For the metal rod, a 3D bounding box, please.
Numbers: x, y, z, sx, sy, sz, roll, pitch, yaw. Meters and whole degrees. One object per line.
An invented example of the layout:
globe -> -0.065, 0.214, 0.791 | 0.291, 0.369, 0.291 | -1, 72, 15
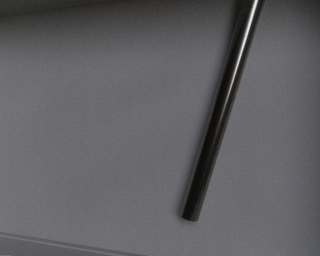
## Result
metal rod -> 0.077, -0.029, 0.382 | 0.025, 0.025, 0.298 | 18, 96, 19
